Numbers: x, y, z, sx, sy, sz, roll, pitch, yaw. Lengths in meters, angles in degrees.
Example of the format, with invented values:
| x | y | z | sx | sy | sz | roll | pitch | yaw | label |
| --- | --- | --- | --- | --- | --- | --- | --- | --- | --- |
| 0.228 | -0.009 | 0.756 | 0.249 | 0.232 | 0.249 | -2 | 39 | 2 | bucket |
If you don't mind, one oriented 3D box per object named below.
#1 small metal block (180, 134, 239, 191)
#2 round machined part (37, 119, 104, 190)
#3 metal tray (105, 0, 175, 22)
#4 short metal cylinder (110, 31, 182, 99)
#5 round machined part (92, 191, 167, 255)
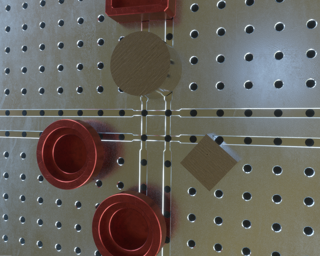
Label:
| x | y | z | sx | sy | sz | roll | pitch | yaw | label |
| --- | --- | --- | --- | --- | --- | --- | --- | --- | --- |
| 0.063 | 0.042 | 0.390 | 0.050 | 0.025 | 0.050 | 44 | 103 | 14 | small metal block |
| -0.124 | 0.036 | 0.446 | 0.098 | 0.042 | 0.097 | 0 | 90 | 19 | round machined part |
| -0.025 | -0.214 | 0.417 | 0.090 | 0.030 | 0.129 | 3 | 91 | 19 | metal tray |
| -0.017 | -0.080 | 0.404 | 0.080 | 0.050 | 0.079 | 0 | 90 | 19 | short metal cylinder |
| -0.037 | 0.133 | 0.416 | 0.098 | 0.042 | 0.097 | 0 | 90 | 19 | round machined part |
